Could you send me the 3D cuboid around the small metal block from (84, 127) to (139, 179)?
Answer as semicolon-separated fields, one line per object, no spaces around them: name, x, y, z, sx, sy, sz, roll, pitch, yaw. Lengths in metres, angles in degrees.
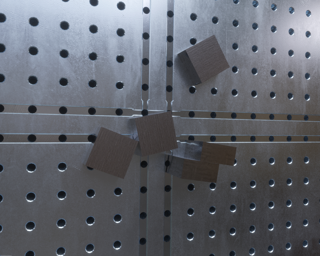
small metal block;-0.062;0.031;0.390;0.050;0.025;0.050;23;82;-19

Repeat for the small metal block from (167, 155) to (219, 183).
small metal block;0.043;0.054;0.415;0.050;0.050;0.025;11;87;-20

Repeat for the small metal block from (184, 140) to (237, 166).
small metal block;0.068;0.033;0.424;0.050;0.050;0.025;10;87;-20

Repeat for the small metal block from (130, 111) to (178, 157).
small metal block;-0.008;0.007;0.409;0.050;0.025;0.050;-12;94;-20

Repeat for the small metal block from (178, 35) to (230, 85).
small metal block;0.062;-0.095;0.435;0.050;0.025;0.050;-31;100;-17
